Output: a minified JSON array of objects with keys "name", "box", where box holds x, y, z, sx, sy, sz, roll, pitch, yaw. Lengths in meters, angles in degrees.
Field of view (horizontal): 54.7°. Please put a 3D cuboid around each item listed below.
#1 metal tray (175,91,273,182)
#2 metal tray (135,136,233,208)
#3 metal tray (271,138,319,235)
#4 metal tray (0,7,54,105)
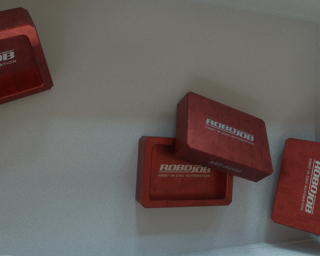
[{"name":"metal tray","box":[0.086,0.013,0.416,0.131,0.030,0.090,19,52,-19]},{"name":"metal tray","box":[0.036,0.059,0.420,0.131,0.030,0.089,4,89,-20]},{"name":"metal tray","box":[0.225,0.086,0.459,0.030,0.090,0.129,20,81,-59]},{"name":"metal tray","box":[-0.184,-0.060,0.309,0.131,0.090,0.030,-22,59,-19]}]
